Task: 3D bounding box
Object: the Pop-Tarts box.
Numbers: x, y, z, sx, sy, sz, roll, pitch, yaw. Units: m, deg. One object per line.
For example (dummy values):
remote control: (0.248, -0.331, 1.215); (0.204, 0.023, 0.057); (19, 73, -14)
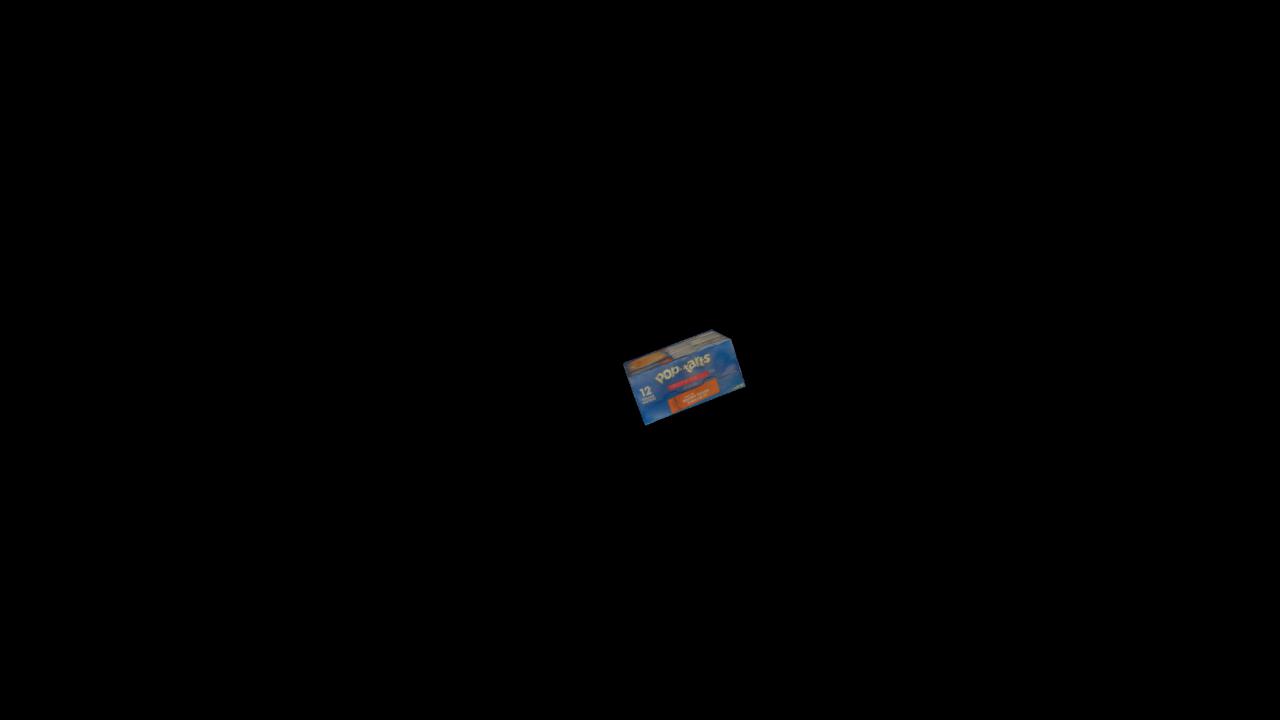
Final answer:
Pop-Tarts box: (0.066, 0.023, 0.988); (0.167, 0.083, 0.141); (-22, 10, -2)
